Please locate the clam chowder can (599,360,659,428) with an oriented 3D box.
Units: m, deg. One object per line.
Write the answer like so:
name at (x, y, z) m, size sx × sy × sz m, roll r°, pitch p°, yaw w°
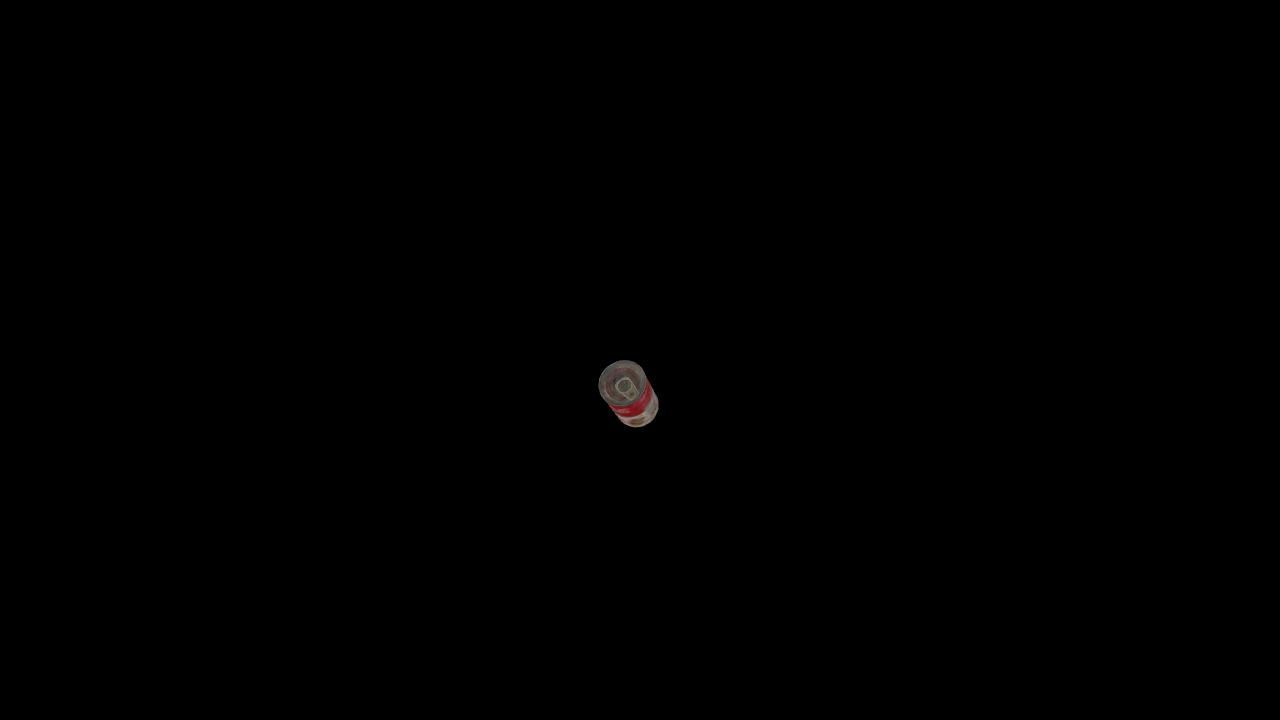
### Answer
clam chowder can at (-0.014, 0.051, 0.879) m, size 0.068 × 0.068 × 0.102 m, roll 0°, pitch -23°, yaw 14°
